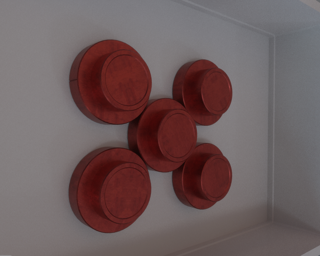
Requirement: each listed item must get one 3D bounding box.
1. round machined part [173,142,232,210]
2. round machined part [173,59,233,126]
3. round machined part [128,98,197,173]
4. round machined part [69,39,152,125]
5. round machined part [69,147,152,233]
[{"bbox_3d":[0.069,0.071,0.454,0.099,0.042,0.097,0,90,-40],"label":"round machined part"},{"bbox_3d":[0.069,-0.052,0.454,0.099,0.042,0.097,0,90,-40],"label":"round machined part"},{"bbox_3d":[0.011,0.010,0.404,0.099,0.042,0.097,0,90,-40],"label":"round machined part"},{"bbox_3d":[-0.048,-0.052,0.355,0.099,0.042,0.097,0,90,-40],"label":"round machined part"},{"bbox_3d":[-0.049,0.071,0.355,0.099,0.042,0.097,0,90,-40],"label":"round machined part"}]
